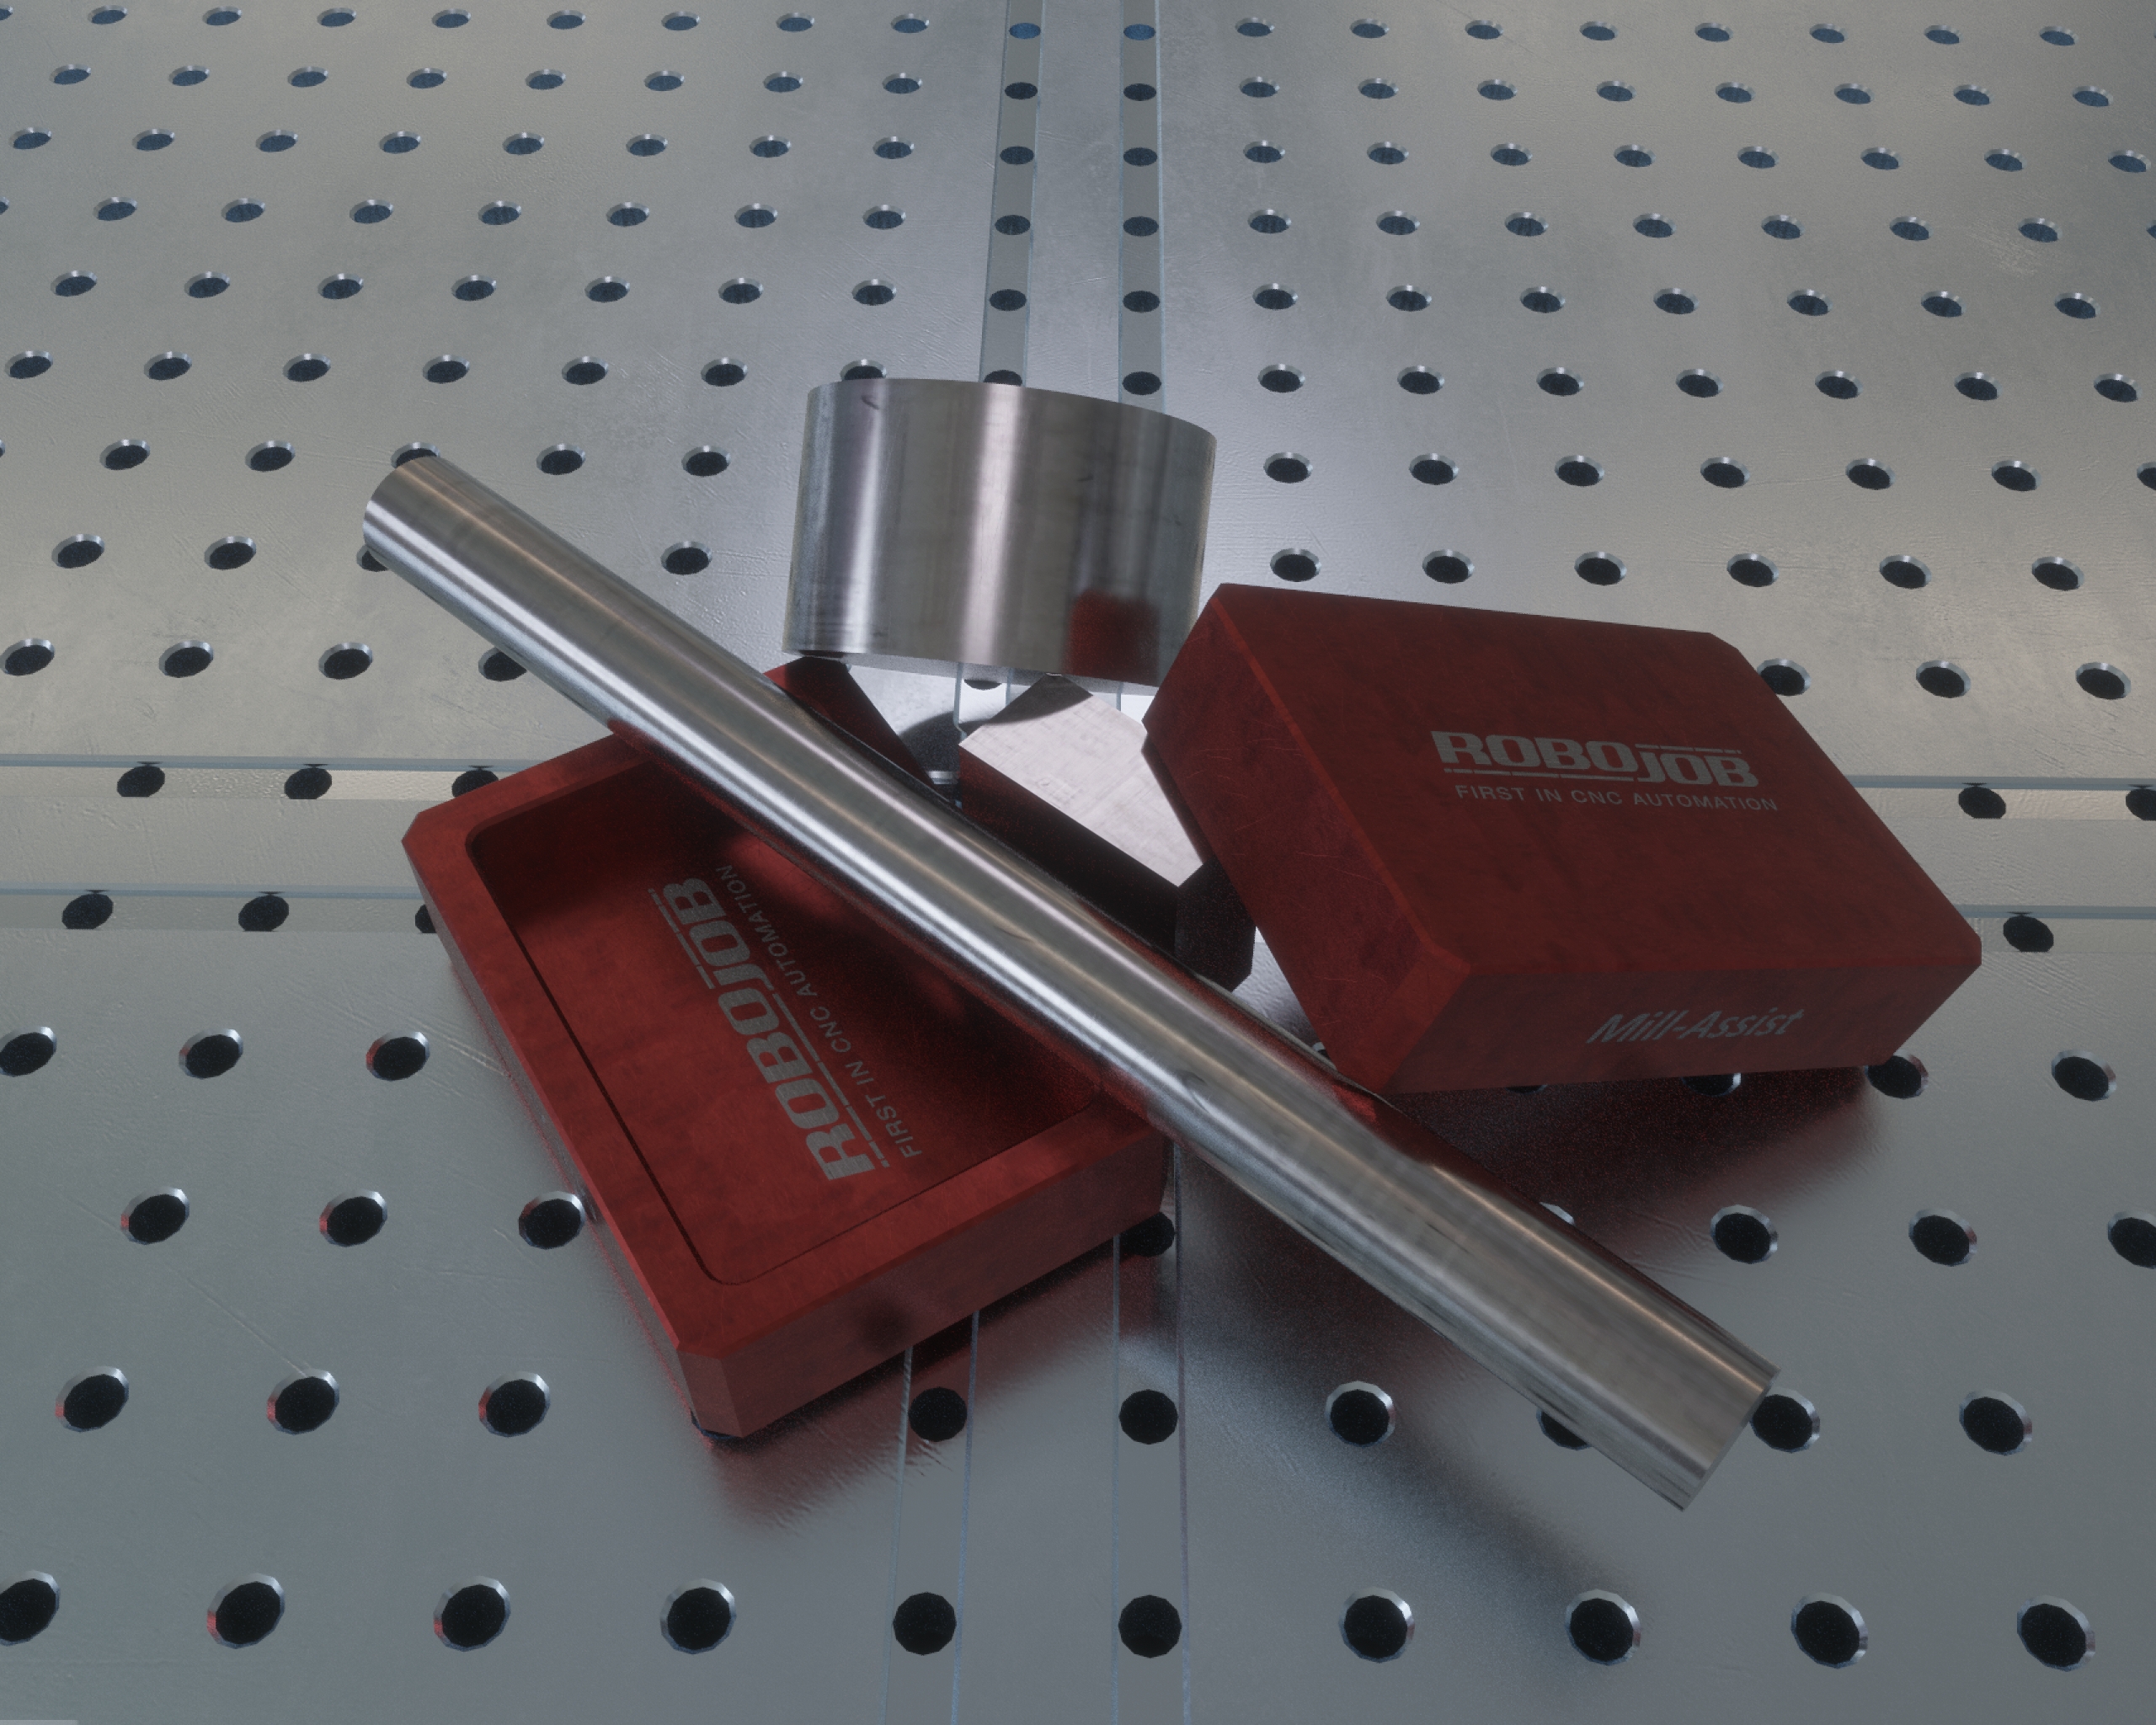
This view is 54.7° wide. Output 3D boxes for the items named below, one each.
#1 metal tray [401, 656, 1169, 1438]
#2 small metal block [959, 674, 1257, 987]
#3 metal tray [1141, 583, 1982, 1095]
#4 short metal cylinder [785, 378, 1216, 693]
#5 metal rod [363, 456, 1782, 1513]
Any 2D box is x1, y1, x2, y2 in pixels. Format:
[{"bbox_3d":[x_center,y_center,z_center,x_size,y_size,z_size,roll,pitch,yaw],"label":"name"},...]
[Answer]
[{"bbox_3d":[-0.054,0.026,0.377,0.091,0.030,0.130,-25,55,-20],"label":"metal tray"},{"bbox_3d":[0.006,0.000,0.385,0.050,0.050,0.025,33,58,25],"label":"small metal block"},{"bbox_3d":[0.087,-0.005,0.371,0.131,0.030,0.090,1,45,-32],"label":"metal tray"},{"bbox_3d":[-0.015,-0.062,0.411,0.080,0.080,0.050,6,92,5],"label":"short metal cylinder"},{"bbox_3d":[-0.020,0.006,0.359,0.300,0.025,0.025,34,58,25],"label":"metal rod"}]
